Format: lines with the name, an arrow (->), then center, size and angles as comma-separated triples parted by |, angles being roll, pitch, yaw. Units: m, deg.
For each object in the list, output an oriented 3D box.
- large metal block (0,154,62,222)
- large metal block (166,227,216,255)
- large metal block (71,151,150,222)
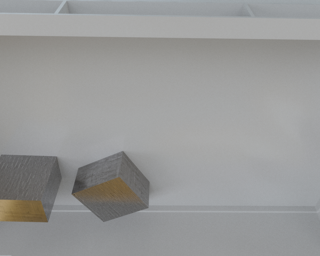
large metal block -> -0.195, 0.085, 0.444 | 0.081, 0.080, 0.050 | 2, 130, -2
large metal block -> 0.060, 0.248, 0.587 | 0.080, 0.080, 0.050 | 30, 124, -23
large metal block -> -0.071, 0.090, 0.469 | 0.080, 0.050, 0.080 | -22, 127, 17
